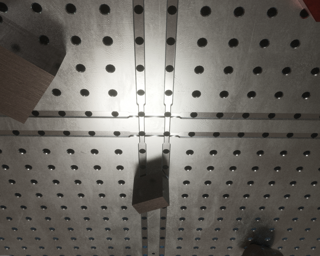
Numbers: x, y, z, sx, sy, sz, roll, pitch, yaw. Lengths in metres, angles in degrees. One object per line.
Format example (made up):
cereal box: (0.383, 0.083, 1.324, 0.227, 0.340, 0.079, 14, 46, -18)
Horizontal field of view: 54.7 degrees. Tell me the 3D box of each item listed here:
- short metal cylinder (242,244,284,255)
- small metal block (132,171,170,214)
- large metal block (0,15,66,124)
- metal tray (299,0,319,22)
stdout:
short metal cylinder: (0.205, 0.277, 0.615, 0.050, 0.080, 0.079, 18, 128, -15)
small metal block: (-0.014, 0.099, 0.480, 0.050, 0.050, 0.025, -19, 128, 15)
large metal block: (-0.164, -0.063, 0.339, 0.080, 0.050, 0.080, 31, 124, -24)
metal tray: (0.145, -0.170, 0.266, 0.090, 0.030, 0.130, -35, 122, 26)
